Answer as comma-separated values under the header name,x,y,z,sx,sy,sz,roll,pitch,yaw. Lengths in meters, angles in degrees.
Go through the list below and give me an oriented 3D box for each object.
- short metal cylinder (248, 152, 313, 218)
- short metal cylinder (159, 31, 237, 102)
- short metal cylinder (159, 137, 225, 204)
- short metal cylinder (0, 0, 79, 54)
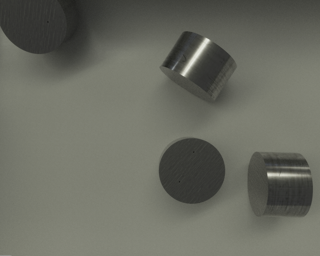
name,x,y,z,sx,sy,sz,roll,pitch,yaw
short metal cylinder,0.146,0.070,0.386,0.050,0.080,0.079,2,90,0
short metal cylinder,0.047,-0.074,0.385,0.080,0.080,0.050,33,90,-1
short metal cylinder,0.039,0.052,0.400,0.081,0.050,0.079,0,90,-1
short metal cylinder,-0.147,-0.137,0.380,0.080,0.050,0.079,1,120,3
